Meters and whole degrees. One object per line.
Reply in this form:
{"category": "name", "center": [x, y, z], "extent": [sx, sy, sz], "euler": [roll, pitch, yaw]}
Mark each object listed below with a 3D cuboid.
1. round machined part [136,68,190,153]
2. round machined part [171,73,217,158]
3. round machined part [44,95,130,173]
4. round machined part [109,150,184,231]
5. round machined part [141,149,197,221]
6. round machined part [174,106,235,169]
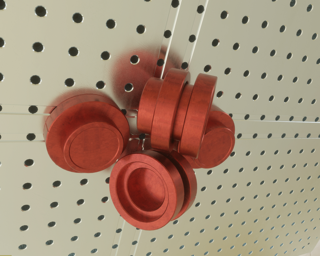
{"category": "round machined part", "center": [0.003, -0.023, 0.366], "extent": [0.042, 0.098, 0.097], "euler": [14, 118, 10]}
{"category": "round machined part", "center": [0.035, -0.017, 0.363], "extent": [0.042, 0.098, 0.097], "euler": [14, 118, 10]}
{"category": "round machined part", "center": [-0.081, 0.014, 0.363], "extent": [0.099, 0.042, 0.097], "euler": [-14, 124, -21]}
{"category": "round machined part", "center": [-0.013, 0.076, 0.397], "extent": [0.042, 0.098, 0.097], "euler": [-15, 132, -60]}
{"category": "round machined part", "center": [0.006, 0.074, 0.424], "extent": [0.042, 0.098, 0.097], "euler": [-14, 131, -60]}
{"category": "round machined part", "center": [0.069, 0.020, 0.449], "extent": [0.099, 0.042, 0.097], "euler": [-14, 124, -21]}
